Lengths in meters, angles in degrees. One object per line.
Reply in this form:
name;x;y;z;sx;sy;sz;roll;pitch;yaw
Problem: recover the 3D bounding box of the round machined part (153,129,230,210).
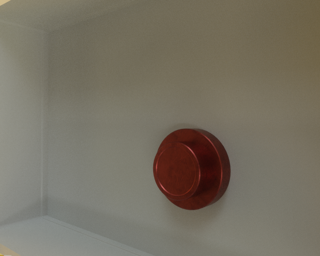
round machined part;0.030;0.050;0.372;0.098;0.042;0.097;0;90;40
